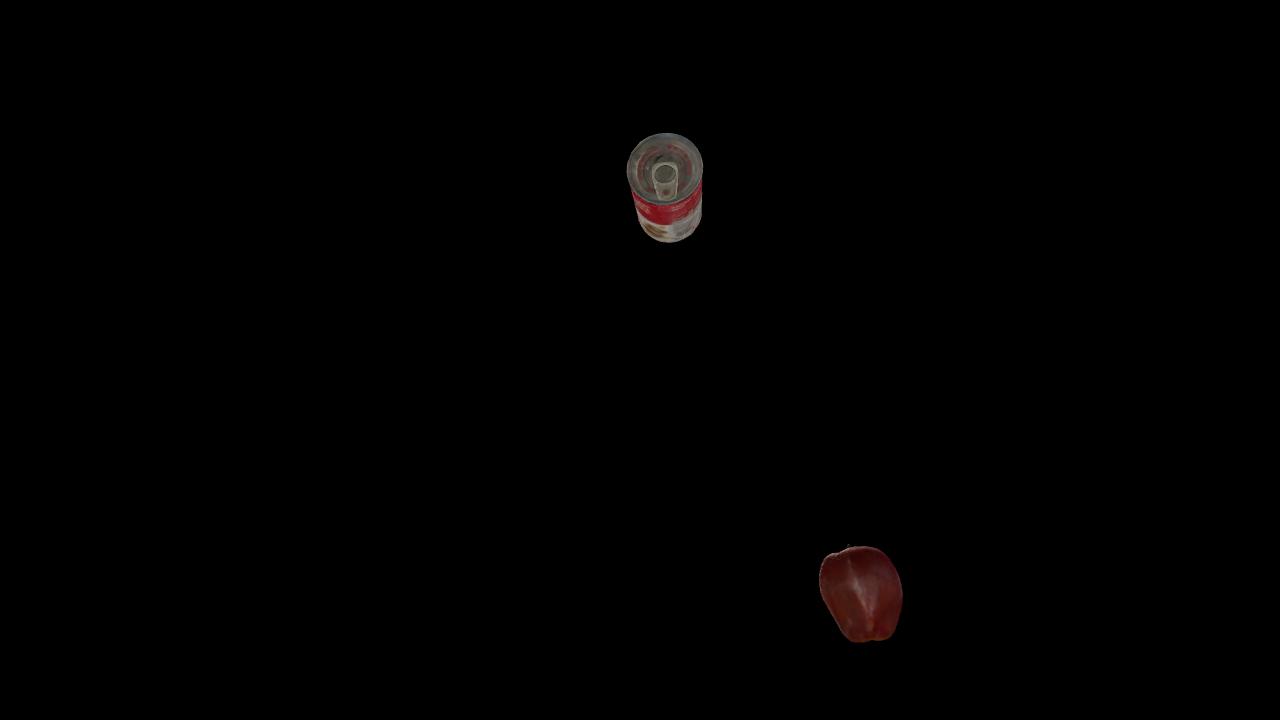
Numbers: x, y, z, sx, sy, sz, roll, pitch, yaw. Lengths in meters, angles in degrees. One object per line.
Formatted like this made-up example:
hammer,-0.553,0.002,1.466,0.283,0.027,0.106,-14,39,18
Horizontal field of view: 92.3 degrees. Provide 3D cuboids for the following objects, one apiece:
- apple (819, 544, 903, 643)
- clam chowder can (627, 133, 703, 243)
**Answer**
apple,0.221,0.230,0.615,0.079,0.093,0.079,-4,-29,-2
clam chowder can,0.026,-0.160,0.587,0.068,0.068,0.102,0,-9,6
